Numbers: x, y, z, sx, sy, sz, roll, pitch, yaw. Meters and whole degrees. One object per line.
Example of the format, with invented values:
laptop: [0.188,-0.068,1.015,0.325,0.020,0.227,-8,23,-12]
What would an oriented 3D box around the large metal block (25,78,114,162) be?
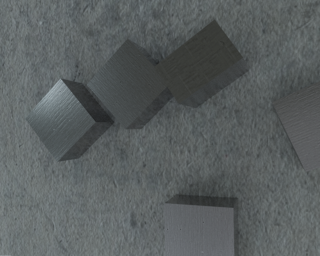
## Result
large metal block: [-0.127,-0.011,0.439,0.080,0.050,0.080,-44,77,14]

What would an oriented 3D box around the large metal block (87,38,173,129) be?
large metal block: [-0.033,-0.055,0.406,0.080,0.050,0.080,-45,77,14]

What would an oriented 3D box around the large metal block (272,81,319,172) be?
large metal block: [0.177,-0.007,0.334,0.080,0.050,0.080,-25,82,18]

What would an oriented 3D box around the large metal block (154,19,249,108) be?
large metal block: [0.052,-0.069,0.361,0.080,0.080,0.050,-36,79,16]

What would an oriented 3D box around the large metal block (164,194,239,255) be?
large metal block: [0.052,0.128,0.377,0.080,0.050,0.079,-1,90,19]
